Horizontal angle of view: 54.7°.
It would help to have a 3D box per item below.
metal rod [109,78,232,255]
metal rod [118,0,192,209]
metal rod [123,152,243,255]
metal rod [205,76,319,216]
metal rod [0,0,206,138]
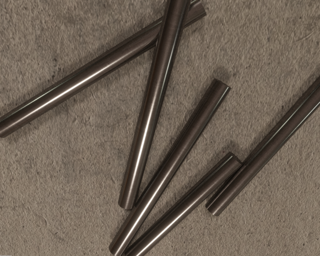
[{"bbox_3d":[0.006,0.066,0.434,0.025,0.025,0.298,28,107,-10],"label":"metal rod"},{"bbox_3d":[-0.012,-0.020,0.386,0.025,0.025,0.298,13,116,-5],"label":"metal rod"},{"bbox_3d":[0.006,0.147,0.464,0.025,0.025,0.299,40,105,-14],"label":"metal rod"},{"bbox_3d":[0.164,0.006,0.414,0.025,0.025,0.299,34,106,-12],"label":"metal rod"},{"bbox_3d":[-0.082,-0.070,0.382,0.300,0.025,0.025,-29,108,9],"label":"metal rod"}]
